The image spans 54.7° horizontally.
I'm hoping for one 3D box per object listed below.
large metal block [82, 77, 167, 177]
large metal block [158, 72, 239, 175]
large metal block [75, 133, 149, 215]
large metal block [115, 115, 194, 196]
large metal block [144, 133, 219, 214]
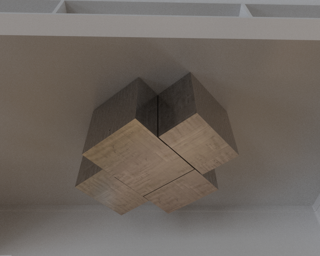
[{"bbox_3d":[-0.040,-0.001,0.369,0.080,0.080,0.050,-32,123,24],"label":"large metal block"},{"bbox_3d":[0.043,-0.006,0.368,0.050,0.080,0.080,-33,123,25],"label":"large metal block"},{"bbox_3d":[-0.060,0.057,0.420,0.050,0.080,0.080,-33,123,25],"label":"large metal block"},{"bbox_3d":[-0.007,0.027,0.395,0.080,0.080,0.050,-32,123,24],"label":"large metal block"},{"bbox_3d":[0.026,0.056,0.421,0.080,0.080,0.050,-32,123,24],"label":"large metal block"}]
